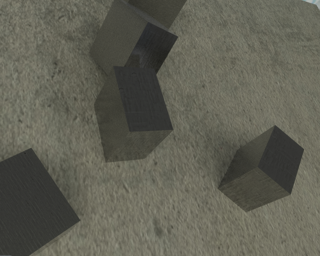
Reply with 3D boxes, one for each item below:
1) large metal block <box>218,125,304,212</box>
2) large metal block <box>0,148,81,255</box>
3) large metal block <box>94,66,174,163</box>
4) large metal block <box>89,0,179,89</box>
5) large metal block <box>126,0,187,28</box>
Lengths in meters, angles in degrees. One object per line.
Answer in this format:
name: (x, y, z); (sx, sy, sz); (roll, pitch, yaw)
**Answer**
large metal block: (0.133, 0.055, 0.409); (0.050, 0.080, 0.080); (40, 51, -2)
large metal block: (-0.131, 0.077, 0.271); (0.081, 0.050, 0.080); (-30, 79, -38)
large metal block: (-0.035, -0.014, 0.359); (0.050, 0.080, 0.080); (-2, 63, -30)
large metal block: (-0.036, -0.105, 0.391); (0.050, 0.080, 0.080); (10, 30, -46)
large metal block: (-0.016, -0.196, 0.481); (0.081, 0.080, 0.050); (6, 59, -26)
